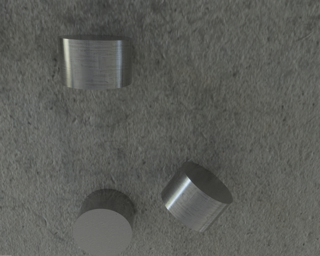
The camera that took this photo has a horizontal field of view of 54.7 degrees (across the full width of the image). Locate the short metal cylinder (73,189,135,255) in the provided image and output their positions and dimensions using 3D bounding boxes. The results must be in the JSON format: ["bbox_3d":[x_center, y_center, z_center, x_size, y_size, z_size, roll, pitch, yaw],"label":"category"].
[{"bbox_3d":[-0.078,0.135,0.445,0.081,0.050,0.079,0,110,-1],"label":"short metal cylinder"}]

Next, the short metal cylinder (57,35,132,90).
[{"bbox_3d":[-0.072,-0.077,0.351,0.081,0.080,0.050,2,110,-1],"label":"short metal cylinder"}]

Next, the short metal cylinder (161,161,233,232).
[{"bbox_3d":[0.049,0.090,0.414,0.080,0.080,0.050,31,107,-11],"label":"short metal cylinder"}]
